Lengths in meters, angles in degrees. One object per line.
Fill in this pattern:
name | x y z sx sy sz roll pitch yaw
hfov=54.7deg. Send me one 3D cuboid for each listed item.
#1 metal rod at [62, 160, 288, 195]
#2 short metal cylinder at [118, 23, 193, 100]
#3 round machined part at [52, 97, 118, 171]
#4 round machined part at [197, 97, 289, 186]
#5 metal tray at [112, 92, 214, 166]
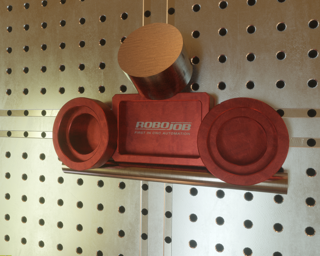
metal rod | 0.005 0.059 0.406 0.301 0.025 0.025 2 91 19
short metal cylinder | -0.005 -0.081 0.381 0.080 0.050 0.080 -8 61 15
round machined part | -0.098 0.008 0.429 0.098 0.042 0.097 -1 87 28
round machined part | 0.094 0.015 0.361 0.098 0.042 0.097 0 88 12
metal tray | 0.002 0.000 0.404 0.130 0.030 0.089 1 91 19
